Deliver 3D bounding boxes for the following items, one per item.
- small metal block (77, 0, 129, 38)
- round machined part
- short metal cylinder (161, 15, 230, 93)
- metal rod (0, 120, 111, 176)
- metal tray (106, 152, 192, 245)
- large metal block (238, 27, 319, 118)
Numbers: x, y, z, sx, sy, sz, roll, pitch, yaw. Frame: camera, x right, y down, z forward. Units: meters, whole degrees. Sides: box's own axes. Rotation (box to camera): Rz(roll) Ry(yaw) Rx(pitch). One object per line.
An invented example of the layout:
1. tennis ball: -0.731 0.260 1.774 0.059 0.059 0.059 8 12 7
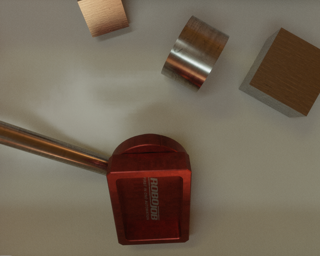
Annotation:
1. small metal block: -0.072 -0.151 0.396 0.050 0.050 0.025 -18 47 0
2. round machined part: -0.012 0.046 0.388 0.099 0.042 0.097 -1 125 -1
3. short metal cylinder: 0.043 -0.090 0.384 0.050 0.080 0.080 30 90 -1
4. metal rod: -0.182 0.004 0.346 0.302 0.025 0.025 23 90 -26
5. metal tray: -0.010 0.089 0.374 0.091 0.030 0.129 -2 126 -1
6. large metal block: 0.163 -0.068 0.401 0.080 0.050 0.080 29 90 -1
